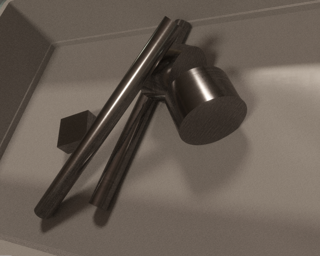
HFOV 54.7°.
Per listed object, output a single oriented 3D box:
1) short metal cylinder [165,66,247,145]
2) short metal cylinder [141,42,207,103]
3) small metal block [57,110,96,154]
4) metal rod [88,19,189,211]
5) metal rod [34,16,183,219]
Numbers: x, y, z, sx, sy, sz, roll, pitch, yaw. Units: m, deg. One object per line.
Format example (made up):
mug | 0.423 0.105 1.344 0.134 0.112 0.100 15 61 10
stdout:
short metal cylinder | 0.052 -0.024 0.357 0.080 0.080 0.050 -29 52 10
short metal cylinder | 0.018 -0.070 0.403 0.050 0.080 0.080 23 74 36
small metal block | -0.123 0.006 0.464 0.050 0.025 0.050 -16 55 18
metal rod | -0.022 -0.032 0.435 0.025 0.025 0.300 10 67 32
metal rod | -0.071 -0.002 0.384 0.299 0.025 0.025 -53 50 13
